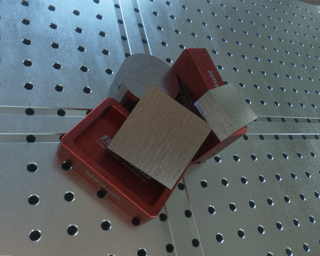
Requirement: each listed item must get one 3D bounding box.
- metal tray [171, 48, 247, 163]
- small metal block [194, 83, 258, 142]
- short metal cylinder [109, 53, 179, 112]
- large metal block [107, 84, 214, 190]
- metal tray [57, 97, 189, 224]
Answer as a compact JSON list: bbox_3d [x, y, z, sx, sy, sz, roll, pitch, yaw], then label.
[{"bbox_3d":[0.051,-0.030,0.414,0.030,0.090,0.130,-10,67,-33],"label":"metal tray"},{"bbox_3d":[0.073,-0.019,0.340,0.050,0.025,0.050,-22,74,-48],"label":"small metal block"},{"bbox_3d":[-0.022,-0.052,0.413,0.081,0.050,0.080,14,56,-21],"label":"short metal cylinder"},{"bbox_3d":[-0.002,0.009,0.347,0.080,0.050,0.080,35,87,-6],"label":"large metal block"},{"bbox_3d":[-0.040,0.035,0.362,0.130,0.030,0.090,40,51,-1],"label":"metal tray"}]
